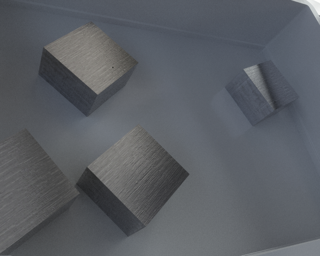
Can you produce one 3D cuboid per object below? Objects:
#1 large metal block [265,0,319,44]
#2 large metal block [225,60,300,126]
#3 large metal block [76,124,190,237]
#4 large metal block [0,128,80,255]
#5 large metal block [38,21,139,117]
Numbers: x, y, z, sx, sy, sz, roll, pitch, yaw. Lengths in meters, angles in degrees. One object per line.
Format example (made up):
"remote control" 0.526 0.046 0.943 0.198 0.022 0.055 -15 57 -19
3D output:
"large metal block" 0.294 -0.241 0.678 0.081 0.080 0.050 13 56 -21
"large metal block" 0.170 -0.060 0.517 0.081 0.050 0.080 -23 74 -36
"large metal block" -0.029 0.056 0.340 0.080 0.050 0.080 45 51 3
"large metal block" -0.135 0.060 0.280 0.080 0.050 0.080 49 51 6
"large metal block" -0.089 -0.075 0.387 0.080 0.050 0.080 42 51 0
